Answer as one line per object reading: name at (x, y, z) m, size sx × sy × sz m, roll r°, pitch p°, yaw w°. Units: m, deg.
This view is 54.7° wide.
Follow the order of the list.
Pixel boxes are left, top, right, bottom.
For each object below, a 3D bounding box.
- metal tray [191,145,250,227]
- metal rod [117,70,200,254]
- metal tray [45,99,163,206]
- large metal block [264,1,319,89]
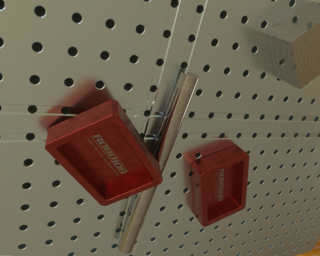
metal tray at (0.102, 0.100, 0.525) m, size 0.091 × 0.030 × 0.129 m, roll -19°, pitch 126°, yaw -17°
metal rod at (-0.009, 0.063, 0.444) m, size 0.025 × 0.025 × 0.298 m, roll 6°, pitch 115°, yaw -31°
metal tray at (-0.063, 0.036, 0.379) m, size 0.090 × 0.030 × 0.130 m, roll -24°, pitch 129°, yaw 8°
large metal block at (0.203, -0.116, 0.434) m, size 0.080 × 0.050 × 0.080 m, roll -36°, pitch 129°, yaw -4°
